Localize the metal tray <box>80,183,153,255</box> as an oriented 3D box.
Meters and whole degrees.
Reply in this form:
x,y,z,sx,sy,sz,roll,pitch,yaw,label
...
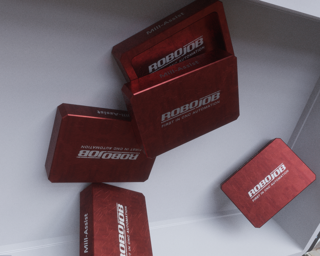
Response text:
x,y,z,sx,sy,sz,roll,pitch,yaw,label
-0.055,0.140,0.396,0.090,0.130,0.030,24,130,-37,metal tray

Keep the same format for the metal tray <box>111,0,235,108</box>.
x,y,z,sx,sy,sz,roll,pitch,yaw,label
0.021,-0.083,0.365,0.131,0.030,0.090,-32,129,-8,metal tray

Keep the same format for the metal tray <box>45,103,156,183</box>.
x,y,z,sx,sy,sz,roll,pitch,yaw,label
-0.065,0.023,0.384,0.131,0.030,0.089,6,116,-31,metal tray

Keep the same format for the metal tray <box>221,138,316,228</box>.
x,y,z,sx,sy,sz,roll,pitch,yaw,label
0.179,0.091,0.521,0.130,0.090,0.030,-41,170,0,metal tray

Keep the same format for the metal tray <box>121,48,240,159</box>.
x,y,z,sx,sy,sz,roll,pitch,yaw,label
0.029,-0.029,0.364,0.131,0.030,0.090,-24,127,-14,metal tray
